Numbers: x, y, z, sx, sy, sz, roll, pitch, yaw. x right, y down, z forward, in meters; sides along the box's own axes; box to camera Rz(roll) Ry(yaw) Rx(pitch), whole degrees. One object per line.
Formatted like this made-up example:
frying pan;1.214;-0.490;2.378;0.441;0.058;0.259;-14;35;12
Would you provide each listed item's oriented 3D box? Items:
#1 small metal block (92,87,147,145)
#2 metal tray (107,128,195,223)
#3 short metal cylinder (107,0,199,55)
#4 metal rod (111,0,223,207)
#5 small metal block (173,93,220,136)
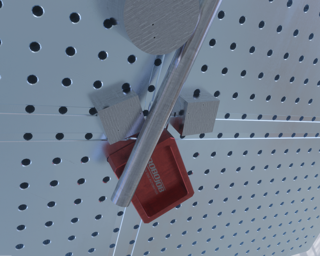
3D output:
small metal block;-0.048;-0.015;0.377;0.050;0.025;0.050;-24;128;-14
metal tray;-0.008;0.072;0.449;0.090;0.030;0.129;-29;129;-10
short metal cylinder;-0.007;-0.121;0.317;0.081;0.050;0.079;-14;125;-21
metal rod;0.010;-0.040;0.369;0.025;0.025;0.298;18;102;-36
small metal block;0.050;-0.019;0.429;0.050;0.025;0.050;-6;122;-26
